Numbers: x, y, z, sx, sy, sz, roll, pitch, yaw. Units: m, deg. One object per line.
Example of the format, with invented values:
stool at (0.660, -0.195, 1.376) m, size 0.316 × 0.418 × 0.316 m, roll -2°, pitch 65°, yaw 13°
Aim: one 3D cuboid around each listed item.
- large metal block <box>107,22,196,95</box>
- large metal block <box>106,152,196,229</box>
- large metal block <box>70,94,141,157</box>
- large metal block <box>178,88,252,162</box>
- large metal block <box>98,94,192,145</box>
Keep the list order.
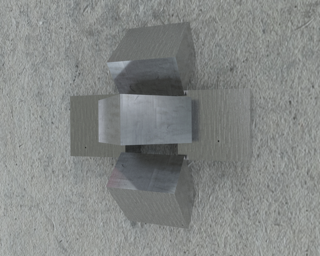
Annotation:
large metal block at (-0.006, -0.083, 0.376) m, size 0.080 × 0.080 × 0.050 m, roll 0°, pitch 134°, yaw 20°
large metal block at (-0.006, 0.076, 0.376) m, size 0.080 × 0.080 × 0.050 m, roll 1°, pitch 47°, yaw 20°
large metal block at (-0.073, -0.003, 0.421) m, size 0.080 × 0.050 × 0.079 m, roll 0°, pitch 90°, yaw 19°
large metal block at (0.067, -0.003, 0.370) m, size 0.080 × 0.050 × 0.079 m, roll 0°, pitch 90°, yaw 19°
large metal block at (-0.020, -0.008, 0.352) m, size 0.080 × 0.081 × 0.050 m, roll 0°, pitch 90°, yaw 64°
